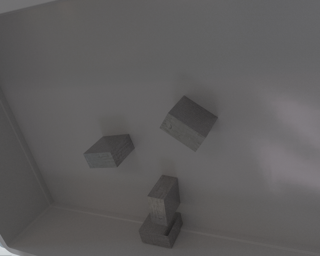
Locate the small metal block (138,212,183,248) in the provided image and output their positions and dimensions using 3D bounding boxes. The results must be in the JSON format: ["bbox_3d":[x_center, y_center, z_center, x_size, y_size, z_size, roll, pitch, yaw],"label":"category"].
[{"bbox_3d":[0.002,0.157,0.488,0.050,0.050,0.025,1,119,27],"label":"small metal block"}]

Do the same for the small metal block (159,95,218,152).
[{"bbox_3d":[0.035,-0.006,0.370,0.050,0.050,0.025,34,129,6],"label":"small metal block"}]

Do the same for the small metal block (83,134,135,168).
[{"bbox_3d":[-0.074,0.034,0.452,0.050,0.050,0.025,-6,115,31],"label":"small metal block"}]

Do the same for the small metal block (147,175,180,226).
[{"bbox_3d":[0.007,0.105,0.454,0.025,0.050,0.050,7,122,25],"label":"small metal block"}]
